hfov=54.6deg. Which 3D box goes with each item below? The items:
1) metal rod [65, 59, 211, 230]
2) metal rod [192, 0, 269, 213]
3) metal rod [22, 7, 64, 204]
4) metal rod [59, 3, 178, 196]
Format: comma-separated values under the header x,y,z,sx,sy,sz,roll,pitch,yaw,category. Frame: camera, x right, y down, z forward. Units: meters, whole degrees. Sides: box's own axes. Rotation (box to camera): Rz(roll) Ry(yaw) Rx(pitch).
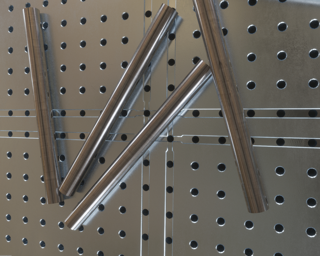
x,y,z,sx,sy,sz,roll,pitch,yaw,category
-0.035,0.031,0.425,0.025,0.025,0.299,44,104,14,metal rod
0.080,-0.047,0.371,0.025,0.025,0.299,-15,90,19,metal rod
-0.179,-0.035,0.476,0.025,0.025,0.299,-9,87,20,metal rod
-0.063,-0.031,0.435,0.025,0.025,0.299,34,101,17,metal rod
